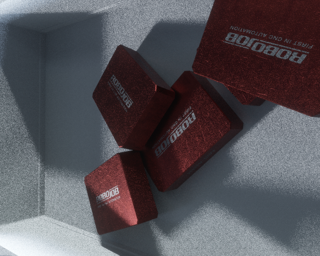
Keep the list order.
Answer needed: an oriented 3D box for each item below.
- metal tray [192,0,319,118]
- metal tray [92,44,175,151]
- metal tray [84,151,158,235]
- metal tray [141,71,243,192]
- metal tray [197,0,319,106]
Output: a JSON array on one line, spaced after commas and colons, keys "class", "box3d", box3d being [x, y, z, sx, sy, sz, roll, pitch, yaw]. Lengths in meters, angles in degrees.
[{"class": "metal tray", "box3d": [0.100, -0.074, 0.280, 0.130, 0.030, 0.089, 29, 108, 35]}, {"class": "metal tray", "box3d": [-0.041, -0.043, 0.409, 0.090, 0.030, 0.130, -57, 42, 20]}, {"class": "metal tray", "box3d": [-0.060, 0.093, 0.429, 0.129, 0.030, 0.090, -35, 68, 50]}, {"class": "metal tray", "box3d": [0.025, 0.006, 0.381, 0.129, 0.030, 0.090, -48, 62, 29]}, {"class": "metal tray", "box3d": [0.108, -0.097, 0.313, 0.129, 0.030, 0.090, -50, 61, 28]}]
